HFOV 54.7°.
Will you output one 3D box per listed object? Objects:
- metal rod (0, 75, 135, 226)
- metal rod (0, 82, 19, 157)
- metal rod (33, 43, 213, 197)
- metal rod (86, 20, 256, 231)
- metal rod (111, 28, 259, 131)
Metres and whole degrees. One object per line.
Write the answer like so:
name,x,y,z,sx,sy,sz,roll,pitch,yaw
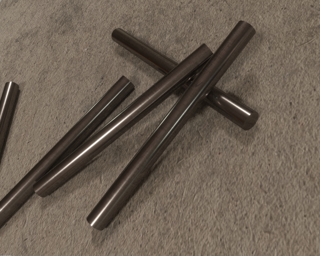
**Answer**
metal rod,-0.150,0.038,0.456,0.300,0.025,0.025,-47,52,-5
metal rod,-0.283,0.045,0.521,0.025,0.025,0.299,-15,56,20
metal rod,-0.053,-0.005,0.413,0.300,0.025,0.025,-39,51,9
metal rod,0.013,-0.003,0.374,0.025,0.025,0.300,38,90,38
metal rod,0.015,-0.085,0.446,0.025,0.025,0.300,-46,51,-4
